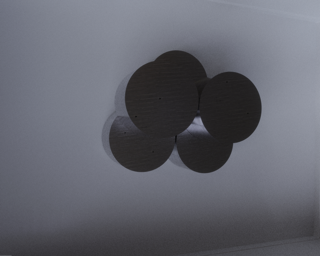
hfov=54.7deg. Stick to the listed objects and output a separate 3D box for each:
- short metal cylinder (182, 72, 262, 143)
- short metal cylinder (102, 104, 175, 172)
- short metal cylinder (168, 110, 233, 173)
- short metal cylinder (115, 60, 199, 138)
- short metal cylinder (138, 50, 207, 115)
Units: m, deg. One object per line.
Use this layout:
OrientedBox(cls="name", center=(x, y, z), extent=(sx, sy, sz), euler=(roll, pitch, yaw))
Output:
OrientedBox(cls="short metal cylinder", center=(0.071, -0.023, 0.367), extent=(0.081, 0.050, 0.080), euler=(0, 90, -20))
OrientedBox(cls="short metal cylinder", center=(-0.028, 0.012, 0.385), extent=(0.081, 0.050, 0.080), euler=(0, 90, -20))
OrientedBox(cls="short metal cylinder", center=(0.049, 0.017, 0.413), extent=(0.081, 0.050, 0.080), euler=(0, 90, -20))
OrientedBox(cls="short metal cylinder", center=(-0.005, -0.030, 0.340), extent=(0.081, 0.050, 0.080), euler=(0, 90, -20))
OrientedBox(cls="short metal cylinder", center=(0.014, -0.055, 0.401), extent=(0.081, 0.050, 0.080), euler=(0, 90, -20))
